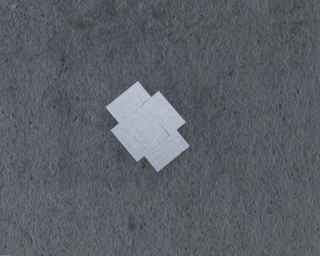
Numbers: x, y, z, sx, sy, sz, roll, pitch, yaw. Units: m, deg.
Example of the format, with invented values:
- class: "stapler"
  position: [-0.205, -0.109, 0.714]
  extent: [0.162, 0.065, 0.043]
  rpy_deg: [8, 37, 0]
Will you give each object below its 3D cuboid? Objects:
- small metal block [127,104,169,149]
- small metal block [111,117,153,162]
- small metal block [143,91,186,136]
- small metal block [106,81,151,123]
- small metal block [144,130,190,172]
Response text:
- class: "small metal block"
  position: [-0.014, -0.002, 0.398]
  extent: [0.025, 0.050, 0.050]
  rpy_deg: [-40, 91, 0]
- class: "small metal block"
  position: [-0.034, 0.014, 0.398]
  extent: [0.025, 0.050, 0.050]
  rpy_deg: [-40, 91, 0]
- class: "small metal block"
  position: [0.005, -0.018, 0.398]
  extent: [0.025, 0.050, 0.050]
  rpy_deg: [-41, 91, 0]
- class: "small metal block"
  position: [-0.038, -0.031, 0.398]
  extent: [0.050, 0.050, 0.025]
  rpy_deg: [-39, 90, 0]
- class: "small metal block"
  position: [0.009, 0.028, 0.398]
  extent: [0.050, 0.050, 0.025]
  rpy_deg: [-39, 90, 0]
